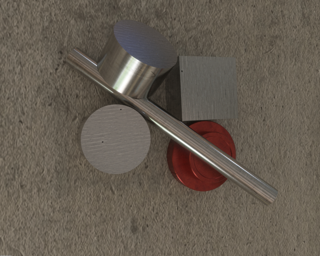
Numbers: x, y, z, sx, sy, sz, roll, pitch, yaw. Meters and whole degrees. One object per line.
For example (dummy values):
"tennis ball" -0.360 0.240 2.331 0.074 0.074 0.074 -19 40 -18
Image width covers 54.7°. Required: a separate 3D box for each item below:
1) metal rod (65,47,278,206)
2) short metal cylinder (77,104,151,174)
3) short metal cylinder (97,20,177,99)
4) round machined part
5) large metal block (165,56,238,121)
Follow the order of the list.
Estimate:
"metal rod" 0.017 0.000 0.381 0.301 0.025 0.025 35 78 -3
"short metal cylinder" -0.058 0.013 0.377 0.081 0.050 0.080 0 90 -20
"short metal cylinder" -0.027 -0.081 0.367 0.080 0.050 0.080 21 43 -21
"round machined part" 0.063 0.038 0.424 0.099 0.042 0.097 0 90 -20
"large metal block" 0.055 -0.051 0.415 0.081 0.050 0.079 -3 91 -20
